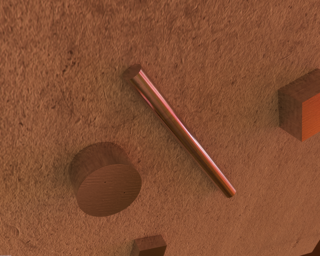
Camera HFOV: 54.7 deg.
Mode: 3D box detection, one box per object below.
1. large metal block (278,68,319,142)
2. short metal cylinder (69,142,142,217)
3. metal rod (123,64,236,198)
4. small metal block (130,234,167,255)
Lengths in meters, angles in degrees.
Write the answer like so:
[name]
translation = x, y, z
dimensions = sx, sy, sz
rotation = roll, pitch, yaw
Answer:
[large metal block]
translation = 0.241, -0.037, 0.500
dimensions = 0.080, 0.050, 0.080
rotation = -28, 128, -11
[short metal cylinder]
translation = -0.070, 0.065, 0.393
dimensions = 0.081, 0.050, 0.079
rotation = -14, 124, -21
[metal rod]
translation = 0.044, 0.024, 0.445
dimensions = 0.025, 0.025, 0.300
rotation = -41, 130, 0
[small metal block]
translation = -0.021, 0.213, 0.527
dimensions = 0.050, 0.025, 0.050
rotation = 0, 118, -29
